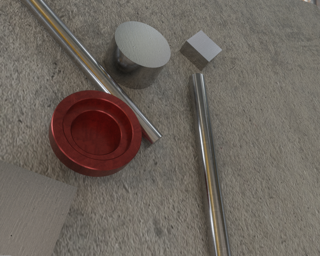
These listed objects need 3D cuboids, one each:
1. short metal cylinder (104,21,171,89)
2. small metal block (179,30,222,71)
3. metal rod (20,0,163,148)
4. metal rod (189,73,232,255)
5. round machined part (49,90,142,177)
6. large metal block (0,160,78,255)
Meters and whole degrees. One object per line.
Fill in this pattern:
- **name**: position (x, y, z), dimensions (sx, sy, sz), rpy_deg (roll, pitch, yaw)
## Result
- **short metal cylinder**: position (-0.032, -0.101, 0.434), dimensions (0.081, 0.050, 0.080), rpy_deg (14, 56, -21)
- **small metal block**: position (0.069, -0.131, 0.524), dimensions (0.050, 0.025, 0.050), rpy_deg (44, 51, 2)
- **metal rod**: position (-0.104, -0.094, 0.406), dimensions (0.300, 0.025, 0.025), rpy_deg (49, 51, 6)
- **metal rod**: position (0.064, 0.052, 0.408), dimensions (0.025, 0.025, 0.299), rpy_deg (11, 57, -23)
- **round machined part**: position (-0.074, 0.009, 0.349), dimensions (0.099, 0.042, 0.098), rpy_deg (14, 56, -21)
- **large metal block**: position (-0.129, 0.082, 0.269), dimensions (0.080, 0.050, 0.080), rpy_deg (24, 53, -14)
